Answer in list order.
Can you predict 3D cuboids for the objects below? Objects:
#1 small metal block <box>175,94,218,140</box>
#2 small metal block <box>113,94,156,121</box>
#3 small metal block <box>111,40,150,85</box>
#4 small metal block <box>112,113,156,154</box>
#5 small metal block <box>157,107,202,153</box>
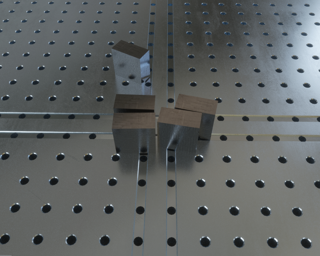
[{"bbox_3d":[0.046,-0.014,0.404,0.050,0.050,0.025,11,51,9],"label":"small metal block"},{"bbox_3d":[-0.031,-0.017,0.406,0.050,0.050,0.025,2,50,2],"label":"small metal block"},{"bbox_3d":[-0.044,-0.100,0.476,0.050,0.050,0.025,24,54,19],"label":"small metal block"},{"bbox_3d":[-0.031,0.007,0.386,0.050,0.050,0.025,-1,50,-1],"label":"small metal block"},{"bbox_3d":[0.024,0.003,0.389,0.050,0.050,0.025,9,51,7],"label":"small metal block"}]
